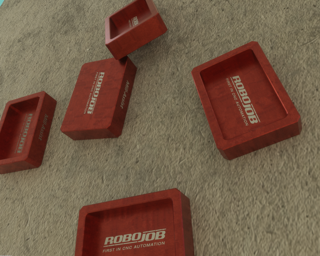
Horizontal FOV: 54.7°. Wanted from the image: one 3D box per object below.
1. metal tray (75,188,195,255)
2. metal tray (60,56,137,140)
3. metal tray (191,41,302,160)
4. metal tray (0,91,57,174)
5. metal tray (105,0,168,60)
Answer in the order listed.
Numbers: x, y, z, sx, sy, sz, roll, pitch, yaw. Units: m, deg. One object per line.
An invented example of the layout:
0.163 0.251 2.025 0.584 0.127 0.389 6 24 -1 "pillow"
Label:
-0.030 0.124 0.340 0.130 0.030 0.090 -15 55 19 "metal tray"
-0.092 -0.047 0.478 0.090 0.030 0.130 -4 60 26 "metal tray"
0.098 -0.036 0.371 0.090 0.030 0.130 -23 53 14 "metal tray"
-0.229 0.007 0.516 0.090 0.030 0.130 -11 57 22 "metal tray"
-0.043 -0.169 0.504 0.090 0.030 0.130 -28 36 10 "metal tray"
